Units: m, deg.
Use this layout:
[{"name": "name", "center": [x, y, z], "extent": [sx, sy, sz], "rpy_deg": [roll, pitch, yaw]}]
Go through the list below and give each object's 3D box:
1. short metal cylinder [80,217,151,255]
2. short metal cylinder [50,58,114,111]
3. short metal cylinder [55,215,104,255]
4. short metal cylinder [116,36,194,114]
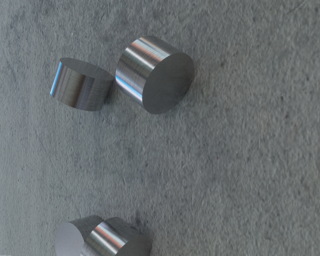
[{"name": "short metal cylinder", "center": [-0.058, 0.168, 0.414], "extent": [0.050, 0.081, 0.079], "rpy_deg": [22, 104, 37]}, {"name": "short metal cylinder", "center": [-0.116, -0.066, 0.462], "extent": [0.080, 0.081, 0.050], "rpy_deg": [37, 113, 33]}, {"name": "short metal cylinder", "center": [-0.119, 0.182, 0.484], "extent": [0.080, 0.050, 0.079], "rpy_deg": [0, 90, 39]}, {"name": "short metal cylinder", "center": [-0.005, -0.063, 0.372], "extent": [0.050, 0.081, 0.079], "rpy_deg": [40, 114, 32]}]
